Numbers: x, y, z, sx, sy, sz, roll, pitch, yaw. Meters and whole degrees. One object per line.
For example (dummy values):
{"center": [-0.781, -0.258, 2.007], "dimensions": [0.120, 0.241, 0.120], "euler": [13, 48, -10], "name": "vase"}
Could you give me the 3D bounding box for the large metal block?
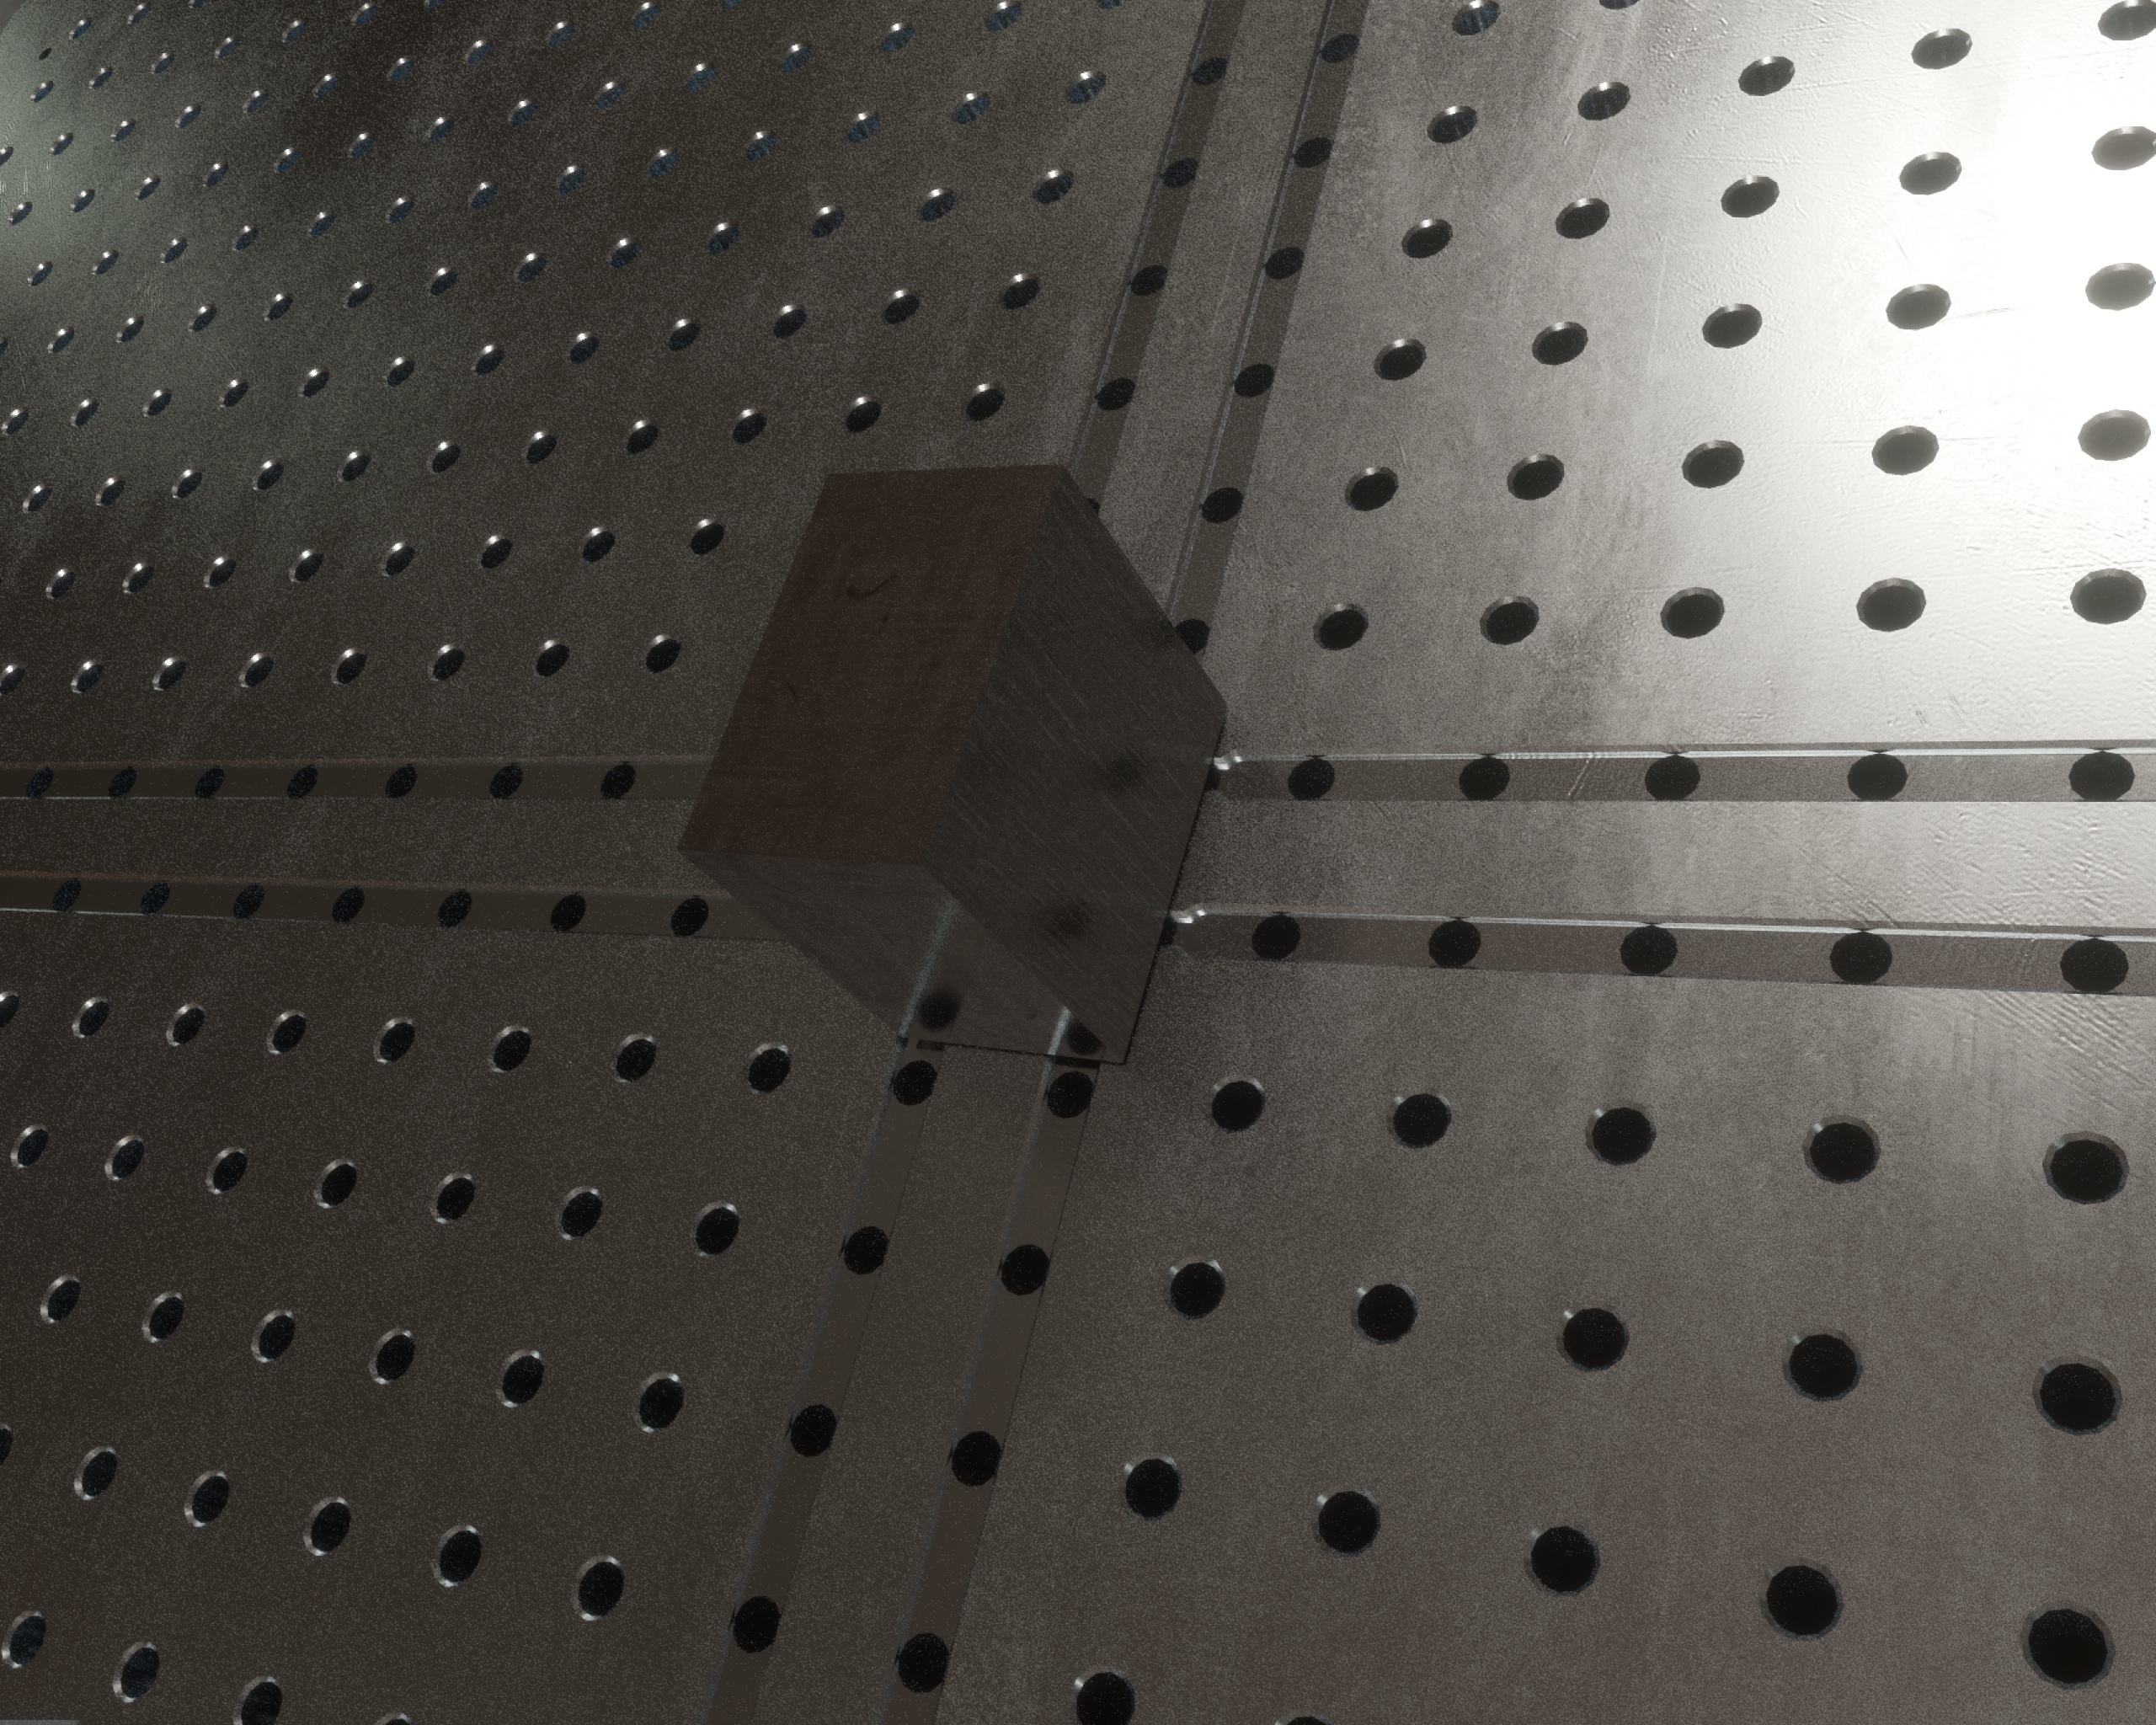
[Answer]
{"center": [-0.019, -0.017, 0.391], "dimensions": [0.050, 0.080, 0.080], "euler": [4, 64, 29], "name": "large metal block"}
